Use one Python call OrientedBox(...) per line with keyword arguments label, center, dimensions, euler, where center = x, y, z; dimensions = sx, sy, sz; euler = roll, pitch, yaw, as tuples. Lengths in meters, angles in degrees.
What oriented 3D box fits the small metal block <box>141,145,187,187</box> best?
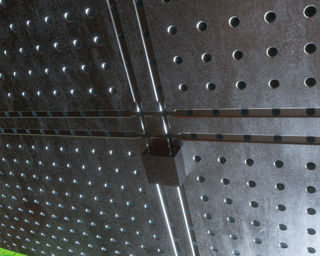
OrientedBox(label="small metal block", center=(0.006, 0.054, 0.440), dimensions=(0.050, 0.025, 0.050), euler=(2, 120, 26))
